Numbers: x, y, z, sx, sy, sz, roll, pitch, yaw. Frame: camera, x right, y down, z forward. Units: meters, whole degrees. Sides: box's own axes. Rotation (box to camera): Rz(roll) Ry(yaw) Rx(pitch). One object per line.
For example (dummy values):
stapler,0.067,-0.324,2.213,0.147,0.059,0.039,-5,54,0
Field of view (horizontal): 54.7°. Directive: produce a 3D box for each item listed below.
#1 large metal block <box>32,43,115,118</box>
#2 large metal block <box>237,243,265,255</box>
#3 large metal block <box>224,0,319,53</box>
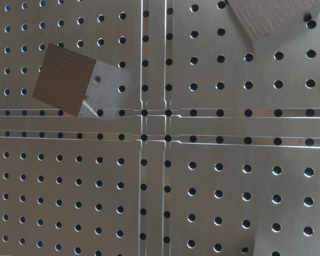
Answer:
large metal block,-0.122,-0.066,0.441,0.080,0.050,0.080,23,97,18
large metal block,0.106,0.199,0.362,0.080,0.050,0.080,-43,77,14
large metal block,0.125,-0.147,0.355,0.080,0.050,0.080,-29,81,17
